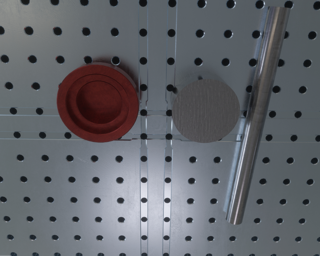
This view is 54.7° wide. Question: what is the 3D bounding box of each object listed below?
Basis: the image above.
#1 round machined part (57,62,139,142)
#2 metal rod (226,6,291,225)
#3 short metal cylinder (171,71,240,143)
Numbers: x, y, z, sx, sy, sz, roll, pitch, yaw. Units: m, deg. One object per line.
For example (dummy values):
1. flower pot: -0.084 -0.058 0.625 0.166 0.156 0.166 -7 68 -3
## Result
1. round machined part: -0.075 -0.034 0.391 0.099 0.042 0.097 0 110 0
2. metal rod: 0.125 -0.002 0.413 0.025 0.025 0.298 5 110 -2
3. short metal cylinder: 0.054 -0.027 0.390 0.081 0.050 0.079 0 110 0
